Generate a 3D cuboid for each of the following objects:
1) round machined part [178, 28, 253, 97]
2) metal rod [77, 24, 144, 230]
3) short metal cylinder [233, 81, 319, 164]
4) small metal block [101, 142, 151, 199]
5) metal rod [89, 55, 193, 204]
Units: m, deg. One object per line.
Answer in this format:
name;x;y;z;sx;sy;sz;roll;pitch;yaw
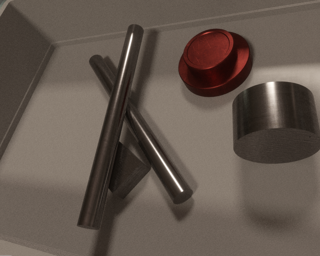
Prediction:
round machined part;0.070;-0.093;0.415;0.098;0.042;0.098;-13;56;20
metal rod;-0.059;-0.021;0.414;0.025;0.025;0.299;-5;60;25
short metal cylinder;0.115;-0.002;0.312;0.080;0.080;0.050;-8;58;24
small metal block;-0.050;0.054;0.397;0.050;0.025;0.050;-47;52;-5
metal rod;-0.042;-0.019;0.437;0.025;0.025;0.300;-37;51;3
